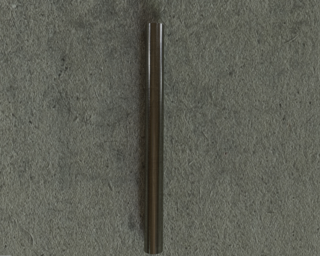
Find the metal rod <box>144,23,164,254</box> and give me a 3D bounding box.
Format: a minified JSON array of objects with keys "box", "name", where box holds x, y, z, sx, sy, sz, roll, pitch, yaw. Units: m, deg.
[{"box":[-0.008,0.014,0.411,0.025,0.025,0.298,0,90,-1],"name":"metal rod"}]
